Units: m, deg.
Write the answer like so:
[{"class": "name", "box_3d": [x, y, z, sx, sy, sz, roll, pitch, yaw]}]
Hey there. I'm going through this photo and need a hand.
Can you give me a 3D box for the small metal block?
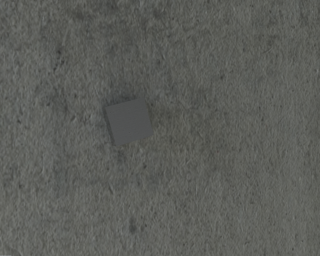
[{"class": "small metal block", "box_3d": [-0.041, -0.008, 0.395, 0.050, 0.025, 0.050, -17, 96, -20]}]
